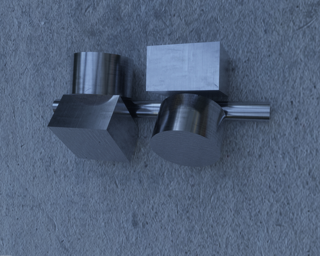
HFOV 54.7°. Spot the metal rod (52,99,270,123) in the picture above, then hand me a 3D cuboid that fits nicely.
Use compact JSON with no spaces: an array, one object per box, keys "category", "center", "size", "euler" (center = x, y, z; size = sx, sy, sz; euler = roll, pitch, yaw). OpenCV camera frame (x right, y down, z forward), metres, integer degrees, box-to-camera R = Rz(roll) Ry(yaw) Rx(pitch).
[{"category":"metal rod","center":[-0.012,-0.025,0.416],"size":[0.301,0.025,0.025],"euler":[3,91,19]}]

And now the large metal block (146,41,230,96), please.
[{"category":"large metal block","center":[0.037,-0.065,0.367],"size":[0.080,0.080,0.050],"euler":[2,91,20]}]

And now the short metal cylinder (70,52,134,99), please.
[{"category":"short metal cylinder","center":[-0.076,-0.066,0.407],"size":[0.080,0.080,0.050],"euler":[4,92,20]}]

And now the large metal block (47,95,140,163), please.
[{"category":"large metal block","center":[-0.082,0.002,0.403],"size":[0.080,0.080,0.050],"euler":[3,57,19]}]

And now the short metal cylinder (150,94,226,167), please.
[{"category":"short metal cylinder","center":[0.033,0.005,0.363],"size":[0.080,0.080,0.050],"euler":[2,56,20]}]
